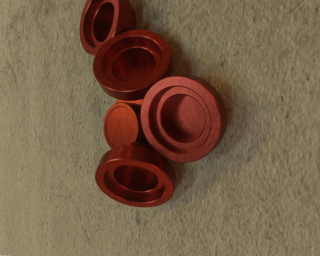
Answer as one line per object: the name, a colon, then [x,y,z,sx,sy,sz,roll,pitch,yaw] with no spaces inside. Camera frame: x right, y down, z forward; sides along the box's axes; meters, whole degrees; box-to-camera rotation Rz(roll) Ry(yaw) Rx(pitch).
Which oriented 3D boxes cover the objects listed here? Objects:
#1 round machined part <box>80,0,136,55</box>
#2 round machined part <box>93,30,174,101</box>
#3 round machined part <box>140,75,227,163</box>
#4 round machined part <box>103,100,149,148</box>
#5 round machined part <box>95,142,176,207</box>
round machined part: [-0.072,-0.149,0.446,0.098,0.042,0.097,-4,84,45]
round machined part: [-0.031,-0.075,0.397,0.098,0.042,0.098,-4,61,8]
round machined part: [0.030,-0.013,0.357,0.098,0.042,0.097,8,106,28]
round machined part: [-0.040,-0.001,0.425,0.098,0.042,0.097,0,90,39]
round machined part: [-0.028,0.055,0.392,0.098,0.098,0.042,-33,29,35]
